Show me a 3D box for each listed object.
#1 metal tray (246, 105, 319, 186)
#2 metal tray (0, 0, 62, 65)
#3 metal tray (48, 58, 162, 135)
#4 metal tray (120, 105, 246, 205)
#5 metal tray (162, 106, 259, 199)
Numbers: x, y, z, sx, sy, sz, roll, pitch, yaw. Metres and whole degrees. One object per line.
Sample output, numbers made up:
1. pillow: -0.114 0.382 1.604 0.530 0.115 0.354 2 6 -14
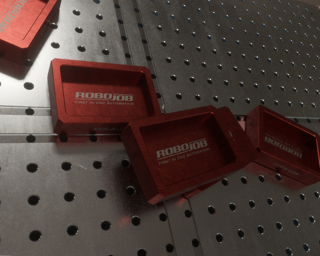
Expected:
1. metal tray: 0.201 0.028 0.498 0.131 0.030 0.090 24 53 -15
2. metal tray: -0.190 -0.151 0.394 0.091 0.030 0.130 22 53 -15
3. metal tray: -0.068 -0.038 0.392 0.131 0.030 0.090 -1 62 -29
4. metal tray: 0.030 0.026 0.367 0.131 0.030 0.090 -12 68 -33
5. metal tray: 0.067 0.028 0.426 0.131 0.030 0.090 -20 73 -36
